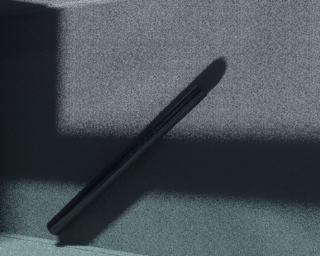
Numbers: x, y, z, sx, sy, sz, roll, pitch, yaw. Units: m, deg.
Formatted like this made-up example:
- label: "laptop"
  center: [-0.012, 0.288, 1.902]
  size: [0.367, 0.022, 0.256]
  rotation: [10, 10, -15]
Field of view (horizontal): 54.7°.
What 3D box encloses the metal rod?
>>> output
- label: "metal rod"
  center: [-0.054, 0.050, 0.428]
  size: [0.299, 0.025, 0.025]
  rotation: [-44, 77, 14]
